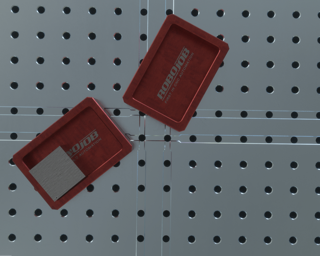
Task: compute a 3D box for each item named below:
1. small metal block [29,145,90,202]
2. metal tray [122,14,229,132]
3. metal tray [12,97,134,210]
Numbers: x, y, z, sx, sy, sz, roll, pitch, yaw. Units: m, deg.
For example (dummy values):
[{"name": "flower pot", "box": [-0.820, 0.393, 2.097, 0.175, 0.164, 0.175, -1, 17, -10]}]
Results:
[{"name": "small metal block", "box": [-0.128, 0.057, 0.399, 0.050, 0.025, 0.050, -40, 91, 0]}, {"name": "metal tray", "box": [0.021, -0.071, 0.411, 0.090, 0.030, 0.130, 29, 90, -1]}, {"name": "metal tray", "box": [-0.112, 0.032, 0.409, 0.130, 0.030, 0.090, -39, 91, -1]}]
